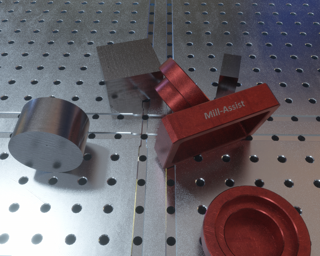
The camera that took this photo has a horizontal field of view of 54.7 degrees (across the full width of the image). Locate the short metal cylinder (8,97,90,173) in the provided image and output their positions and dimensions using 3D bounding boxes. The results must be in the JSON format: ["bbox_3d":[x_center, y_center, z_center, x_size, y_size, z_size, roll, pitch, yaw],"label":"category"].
[{"bbox_3d":[-0.127,0.010,0.363,0.080,0.080,0.050,0,50,0],"label":"short metal cylinder"}]

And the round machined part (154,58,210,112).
[{"bbox_3d":[0.030,-0.042,0.406,0.042,0.098,0.098,-42,56,8],"label":"round machined part"}]

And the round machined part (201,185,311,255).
[{"bbox_3d":[0.090,0.110,0.305,0.099,0.042,0.098,0,50,0],"label":"round machined part"}]

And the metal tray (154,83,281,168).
[{"bbox_3d":[0.062,0.000,0.362,0.131,0.090,0.030,-19,69,-15],"label":"metal tray"}]

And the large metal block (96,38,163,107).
[{"bbox_3d":[-0.045,-0.084,0.462,0.081,0.050,0.080,-13,51,-10],"label":"large metal block"}]

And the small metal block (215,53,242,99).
[{"bbox_3d":[0.099,-0.072,0.452,0.025,0.050,0.050,11,51,9],"label":"small metal block"}]
